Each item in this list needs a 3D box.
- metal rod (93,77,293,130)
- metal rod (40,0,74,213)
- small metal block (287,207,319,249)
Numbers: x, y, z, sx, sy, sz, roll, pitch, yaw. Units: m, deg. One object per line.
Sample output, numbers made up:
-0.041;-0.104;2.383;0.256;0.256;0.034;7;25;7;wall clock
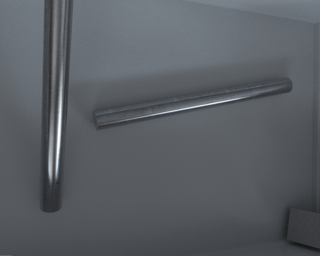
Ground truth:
0.059;-0.038;0.433;0.303;0.025;0.025;-12;94;-20;metal rod
-0.105;-0.044;0.311;0.025;0.025;0.298;2;113;-20;metal rod
0.229;0.154;0.480;0.025;0.050;0.050;19;78;-44;small metal block
